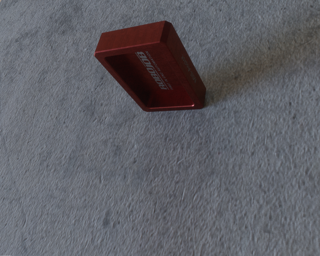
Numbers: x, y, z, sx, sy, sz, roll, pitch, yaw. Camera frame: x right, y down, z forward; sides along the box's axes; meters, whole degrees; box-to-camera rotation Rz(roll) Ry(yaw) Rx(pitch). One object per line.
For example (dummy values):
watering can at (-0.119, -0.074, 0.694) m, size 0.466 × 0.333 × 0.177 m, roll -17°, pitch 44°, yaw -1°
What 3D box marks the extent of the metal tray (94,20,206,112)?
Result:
metal tray at (-0.006, -0.067, 0.379) m, size 0.090 × 0.130 × 0.030 m, roll -2°, pitch 61°, yaw 27°
